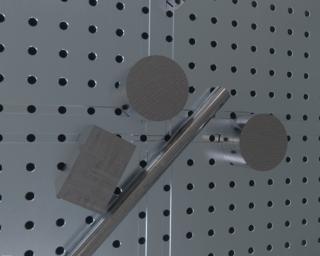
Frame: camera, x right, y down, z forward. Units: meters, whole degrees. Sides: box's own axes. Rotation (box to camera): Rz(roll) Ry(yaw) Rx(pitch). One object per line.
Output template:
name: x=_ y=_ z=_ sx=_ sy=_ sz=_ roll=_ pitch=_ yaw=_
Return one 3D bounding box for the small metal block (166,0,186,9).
small metal block: x=0.021 y=-0.201 z=0.420 sx=0.050 sy=0.025 sz=0.050 roll=34 pitch=79 yaw=-17

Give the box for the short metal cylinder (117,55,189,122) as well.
short metal cylinder: x=-0.010 y=-0.048 z=0.396 sx=0.081 sy=0.050 sz=0.079 roll=0 pitch=90 yaw=-20

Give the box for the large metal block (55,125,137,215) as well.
large metal block: x=-0.077 y=0.043 z=0.355 sx=0.050 sy=0.080 sz=0.080 roll=29 pitch=81 yaw=-18

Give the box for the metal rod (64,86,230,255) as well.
metal rod: x=-0.008 y=0.056 z=0.409 sx=0.025 sy=0.025 sz=0.301 roll=46 pitch=76 yaw=-14

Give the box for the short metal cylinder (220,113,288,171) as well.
short metal cylinder: x=0.135 y=0.020 z=0.450 sx=0.081 sy=0.050 sz=0.079 roll=0 pitch=90 yaw=-20
